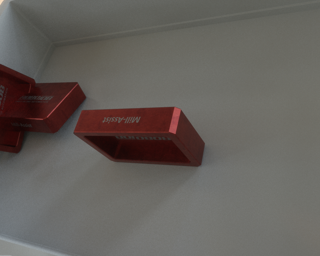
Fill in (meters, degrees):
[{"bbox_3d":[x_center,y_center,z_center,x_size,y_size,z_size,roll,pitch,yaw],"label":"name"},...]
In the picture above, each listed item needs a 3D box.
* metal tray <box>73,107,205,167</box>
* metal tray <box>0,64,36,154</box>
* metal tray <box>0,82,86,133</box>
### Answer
[{"bbox_3d":[-0.023,0.012,0.367,0.130,0.090,0.030,0,62,27],"label":"metal tray"},{"bbox_3d":[-0.255,-0.030,0.491,0.030,0.090,0.129,4,79,25],"label":"metal tray"},{"bbox_3d":[-0.198,-0.036,0.509,0.130,0.030,0.090,3,45,29],"label":"metal tray"}]
